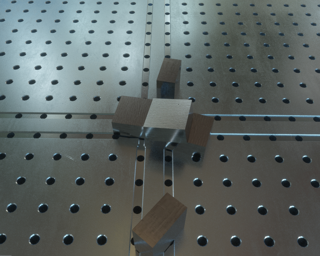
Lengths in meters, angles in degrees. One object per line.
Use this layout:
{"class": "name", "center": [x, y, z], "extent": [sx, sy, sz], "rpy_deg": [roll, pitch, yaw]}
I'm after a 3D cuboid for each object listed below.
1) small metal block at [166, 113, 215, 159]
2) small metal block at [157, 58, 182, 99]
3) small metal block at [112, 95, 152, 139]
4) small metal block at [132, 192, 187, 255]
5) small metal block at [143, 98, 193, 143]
{"class": "small metal block", "center": [0.039, 0.007, 0.403], "extent": [0.050, 0.025, 0.050], "rpy_deg": [15, 51, 11]}
{"class": "small metal block", "center": [0.013, -0.064, 0.446], "extent": [0.025, 0.050, 0.050], "rpy_deg": [10, 51, 8]}
{"class": "small metal block", "center": [-0.033, -0.015, 0.420], "extent": [0.050, 0.025, 0.050], "rpy_deg": [8, 50, 6]}
{"class": "small metal block", "center": [0.000, 0.100, 0.307], "extent": [0.025, 0.050, 0.050], "rpy_deg": [33, 57, 24]}
{"class": "small metal block", "center": [0.012, -0.010, 0.384], "extent": [0.050, 0.025, 0.050], "rpy_deg": [4, 49, 15]}
